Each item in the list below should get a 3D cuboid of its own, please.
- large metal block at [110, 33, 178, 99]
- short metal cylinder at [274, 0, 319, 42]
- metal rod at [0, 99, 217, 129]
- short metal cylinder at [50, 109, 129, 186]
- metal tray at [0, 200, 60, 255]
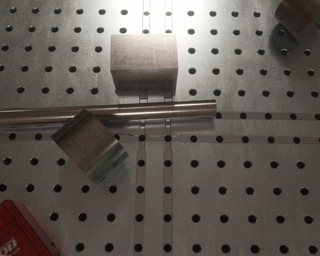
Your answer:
[{"bbox_3d":[-0.020,-0.080,0.411,0.081,0.080,0.050,-2,70,-1],"label":"large metal block"},{"bbox_3d":[0.216,-0.172,0.448,0.080,0.080,0.050,-31,73,-11],"label":"short metal cylinder"},{"bbox_3d":[-0.076,-0.019,0.417,0.302,0.025,0.025,-3,70,-2],"label":"metal rod"},{"bbox_3d":[-0.084,0.023,0.373,0.080,0.080,0.050,43,75,13],"label":"short metal cylinder"},{"bbox_3d":[-0.195,0.157,0.349,0.130,0.030,0.090,-40,75,-14],"label":"metal tray"}]
